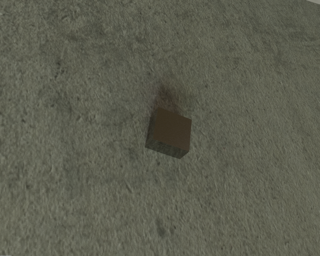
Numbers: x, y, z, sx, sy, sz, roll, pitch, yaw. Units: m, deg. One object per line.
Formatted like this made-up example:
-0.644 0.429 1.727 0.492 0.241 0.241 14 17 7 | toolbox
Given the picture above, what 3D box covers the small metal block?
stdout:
0.012 0.007 0.406 0.050 0.025 0.050 20 54 -16 | small metal block
